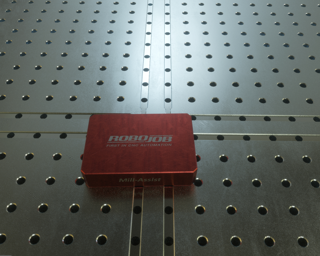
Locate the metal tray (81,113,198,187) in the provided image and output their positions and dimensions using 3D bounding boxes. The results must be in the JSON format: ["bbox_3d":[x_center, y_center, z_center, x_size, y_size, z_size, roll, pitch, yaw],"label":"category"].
[{"bbox_3d":[-0.024,0.025,0.383,0.131,0.030,0.090,-1,50,-1],"label":"metal tray"}]
